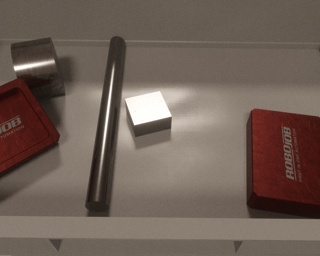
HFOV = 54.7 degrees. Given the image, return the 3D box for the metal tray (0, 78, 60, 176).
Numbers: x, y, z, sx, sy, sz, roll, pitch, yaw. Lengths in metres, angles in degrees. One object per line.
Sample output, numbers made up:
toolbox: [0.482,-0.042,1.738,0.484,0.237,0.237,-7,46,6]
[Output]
metal tray: [-0.198,0.010,0.361,0.131,0.030,0.090,-33,91,-25]

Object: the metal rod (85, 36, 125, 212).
metal rod: [-0.070,-0.030,0.429,0.025,0.025,0.300,0,50,-1]

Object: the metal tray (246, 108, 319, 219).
metal tray: [0.153,0.038,0.372,0.090,0.030,0.130,8,50,6]

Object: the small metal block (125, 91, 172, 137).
small metal block: [-0.016,-0.020,0.421,0.050,0.025,0.050,-14,52,-12]

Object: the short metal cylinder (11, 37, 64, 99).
short metal cylinder: [-0.170,-0.083,0.437,0.050,0.080,0.080,-14,52,-12]
